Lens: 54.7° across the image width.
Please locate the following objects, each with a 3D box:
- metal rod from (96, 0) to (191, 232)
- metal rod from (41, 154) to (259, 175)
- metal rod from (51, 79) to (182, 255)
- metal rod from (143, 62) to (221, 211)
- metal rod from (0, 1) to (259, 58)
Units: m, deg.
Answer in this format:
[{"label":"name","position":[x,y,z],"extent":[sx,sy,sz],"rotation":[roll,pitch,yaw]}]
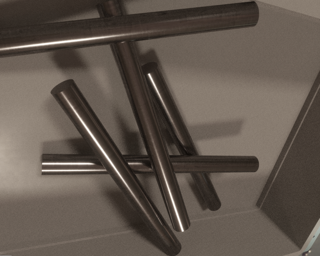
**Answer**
[{"label":"metal rod","position":[-0.011,0.005,0.367],"extent":[0.025,0.025,0.298],"rotation":[-24,115,-14]},{"label":"metal rod","position":[0.003,0.049,0.417],"extent":[0.303,0.025,0.025],"rotation":[3,117,-22]},{"label":"metal rod","position":[-0.037,0.070,0.383],"extent":[0.025,0.025,0.299],"rotation":[-33,124,-8]},{"label":"metal rod","position":[0.041,0.033,0.453],"extent":[0.025,0.025,0.299],"rotation":[-34,129,-7]},{"label":"metal rod","position":[-0.051,-0.091,0.290],"extent":[0.302,0.025,0.025],"rotation":[-10,124,-11]}]
